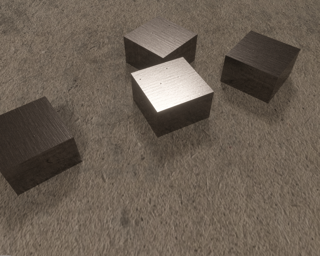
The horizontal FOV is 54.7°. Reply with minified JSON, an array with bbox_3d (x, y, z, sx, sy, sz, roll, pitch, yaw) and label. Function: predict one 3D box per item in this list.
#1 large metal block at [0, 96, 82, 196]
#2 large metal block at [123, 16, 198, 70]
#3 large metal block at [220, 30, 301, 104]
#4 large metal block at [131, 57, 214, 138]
[{"bbox_3d":[-0.153,0.019,0.369,0.081,0.050,0.080,-29,56,-22],"label":"large metal block"},{"bbox_3d":[0.001,-0.126,0.493,0.080,0.050,0.080,34,58,25],"label":"large metal block"},{"bbox_3d":[0.150,-0.094,0.468,0.080,0.050,0.080,30,56,22],"label":"large metal block"},{"bbox_3d":[0.015,-0.044,0.424,0.081,0.050,0.080,-21,53,-17],"label":"large metal block"}]
